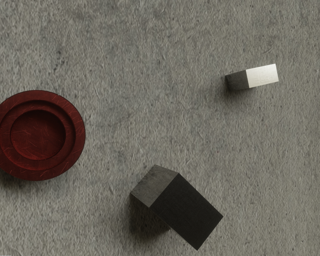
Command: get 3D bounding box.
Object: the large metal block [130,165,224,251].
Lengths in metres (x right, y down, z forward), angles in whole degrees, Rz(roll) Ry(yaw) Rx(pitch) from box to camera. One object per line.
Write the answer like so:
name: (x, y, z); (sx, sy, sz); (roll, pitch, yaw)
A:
large metal block: (0.018, 0.095, 0.388); (0.080, 0.080, 0.050); (45, 76, -15)

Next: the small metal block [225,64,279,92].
small metal block: (0.132, -0.072, 0.446); (0.050, 0.050, 0.025); (-14, 95, -20)

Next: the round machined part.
round machined part: (-0.137, 0.008, 0.350); (0.099, 0.042, 0.097); (0, 90, -21)
